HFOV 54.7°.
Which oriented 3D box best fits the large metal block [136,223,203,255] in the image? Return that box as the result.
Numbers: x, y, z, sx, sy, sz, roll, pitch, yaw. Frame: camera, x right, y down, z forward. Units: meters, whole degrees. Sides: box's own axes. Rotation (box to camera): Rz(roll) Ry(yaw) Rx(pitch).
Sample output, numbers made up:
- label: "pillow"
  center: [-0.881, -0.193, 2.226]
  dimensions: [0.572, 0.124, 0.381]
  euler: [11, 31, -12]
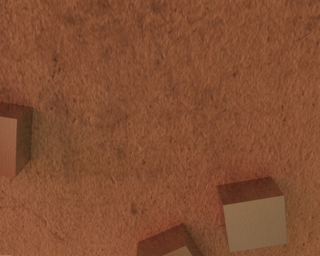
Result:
- label: "large metal block"
  center: [0.019, 0.206, 0.473]
  dimensions: [0.080, 0.050, 0.080]
  euler: [-26, 108, 9]

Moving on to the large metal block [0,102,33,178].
- label: "large metal block"
  center: [-0.215, 0.011, 0.398]
  dimensions: [0.081, 0.050, 0.079]
  euler: [10, 110, -4]

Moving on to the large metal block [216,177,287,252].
- label: "large metal block"
  center: [0.130, 0.123, 0.444]
  dimensions: [0.080, 0.050, 0.079]
  euler: [-10, 110, 3]
